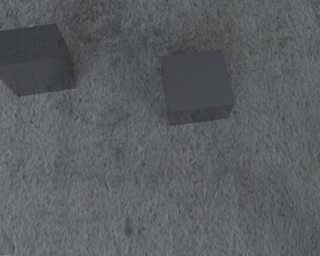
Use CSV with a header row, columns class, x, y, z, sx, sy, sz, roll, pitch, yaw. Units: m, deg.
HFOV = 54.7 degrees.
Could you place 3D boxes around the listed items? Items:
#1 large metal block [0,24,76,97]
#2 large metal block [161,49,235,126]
class,x,y,z,sx,sy,sz,roll,pitch,yaw
large metal block,-0.164,-0.086,0.409,0.081,0.080,0.050,-9,71,-4
large metal block,0.047,-0.053,0.415,0.081,0.050,0.080,-7,70,-3
